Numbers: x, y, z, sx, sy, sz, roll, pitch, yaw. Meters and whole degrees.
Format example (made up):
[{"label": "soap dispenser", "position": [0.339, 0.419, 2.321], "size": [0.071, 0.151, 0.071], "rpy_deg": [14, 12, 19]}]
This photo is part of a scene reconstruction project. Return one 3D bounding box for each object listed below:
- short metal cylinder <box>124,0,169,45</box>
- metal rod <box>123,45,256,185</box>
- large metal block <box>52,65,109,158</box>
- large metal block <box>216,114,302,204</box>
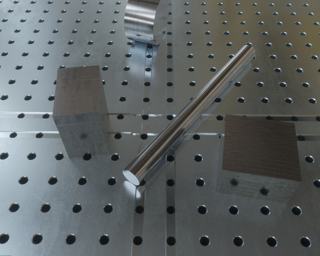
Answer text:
[{"label": "short metal cylinder", "position": [-0.021, -0.187, 0.528], "size": [0.050, 0.080, 0.080], "rpy_deg": [15, 52, 12]}, {"label": "metal rod", "position": [0.057, -0.035, 0.436], "size": [0.025, 0.025, 0.301], "rpy_deg": [30, 56, 22]}, {"label": "large metal block", "position": [-0.095, -0.020, 0.388], "size": [0.050, 0.080, 0.080], "rpy_deg": [-6, 50, -5]}, {"label": "large metal block", "position": [0.112, 0.035, 0.363], "size": [0.080, 0.050, 0.080], "rpy_deg": [8, 51, 6]}]
